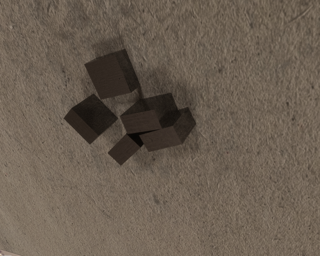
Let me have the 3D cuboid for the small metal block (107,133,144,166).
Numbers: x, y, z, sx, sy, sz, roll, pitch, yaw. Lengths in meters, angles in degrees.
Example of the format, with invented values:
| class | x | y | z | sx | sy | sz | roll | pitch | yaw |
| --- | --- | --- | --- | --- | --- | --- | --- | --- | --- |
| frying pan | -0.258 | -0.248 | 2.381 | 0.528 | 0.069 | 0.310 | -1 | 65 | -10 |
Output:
| class | x | y | z | sx | sy | sz | roll | pitch | yaw |
| --- | --- | --- | --- | --- | --- | --- | --- | --- | --- |
| small metal block | -0.037 | 0.017 | 0.419 | 0.025 | 0.050 | 0.050 | 45 | 129 | -3 |

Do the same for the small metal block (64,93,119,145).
| class | x | y | z | sx | sy | sz | roll | pitch | yaw |
| --- | --- | --- | --- | --- | --- | --- | --- | --- | --- |
| small metal block | -0.095 | -0.013 | 0.430 | 0.050 | 0.050 | 0.025 | 46 | 129 | -4 |

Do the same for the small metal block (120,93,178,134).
| class | x | y | z | sx | sy | sz | roll | pitch | yaw |
| --- | --- | --- | --- | --- | --- | --- | --- | --- | --- |
| small metal block | -0.013 | -0.018 | 0.385 | 0.050 | 0.050 | 0.025 | -9 | 114 | 32 |

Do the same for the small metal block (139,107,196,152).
| class | x | y | z | sx | sy | sz | roll | pitch | yaw |
| --- | --- | --- | --- | --- | --- | --- | --- | --- | --- |
| small metal block | 0.011 | 0.002 | 0.385 | 0.050 | 0.050 | 0.025 | -16 | 110 | 34 |

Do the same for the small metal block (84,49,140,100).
| class | x | y | z | sx | sy | sz | roll | pitch | yaw |
| --- | --- | --- | --- | --- | --- | --- | --- | --- | --- |
| small metal block | -0.060 | -0.068 | 0.395 | 0.050 | 0.025 | 0.050 | -9 | 114 | 31 |
